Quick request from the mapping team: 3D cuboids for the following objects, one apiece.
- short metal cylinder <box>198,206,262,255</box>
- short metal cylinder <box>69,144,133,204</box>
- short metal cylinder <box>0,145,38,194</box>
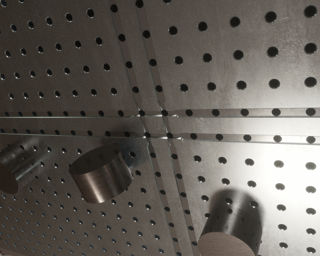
[{"bbox_3d":[0.100,0.159,0.440,0.080,0.050,0.079,13,124,20],"label":"short metal cylinder"},{"bbox_3d":[-0.086,0.066,0.460,0.080,0.080,0.050,-8,114,31],"label":"short metal cylinder"},{"bbox_3d":[-0.282,0.079,0.589,0.080,0.050,0.079,13,124,20],"label":"short metal cylinder"}]
